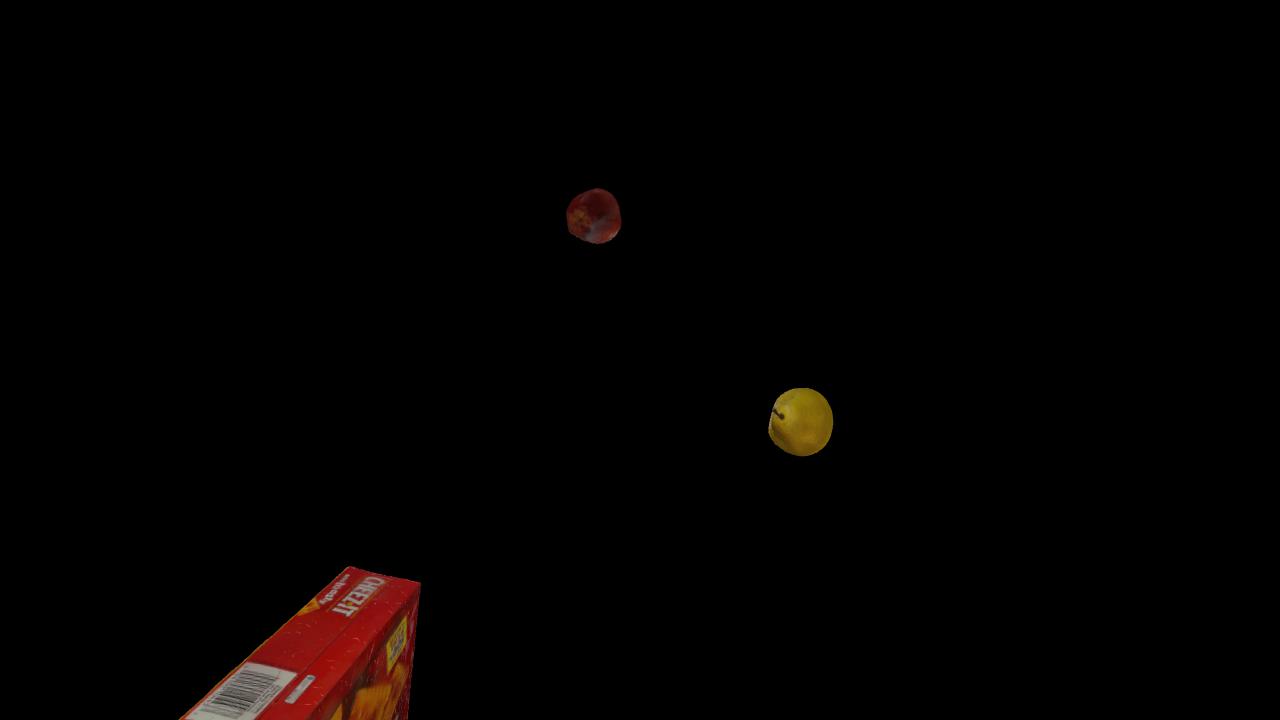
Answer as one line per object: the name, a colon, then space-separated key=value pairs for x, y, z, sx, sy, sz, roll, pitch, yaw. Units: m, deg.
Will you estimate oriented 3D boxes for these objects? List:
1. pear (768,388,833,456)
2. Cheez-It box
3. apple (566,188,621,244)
pear: x=0.176 y=0.072 z=0.702 sx=0.080 sy=0.080 sz=0.111 roll=0 pitch=1 yaw=33
Cheez-It box: x=-0.231 y=0.290 z=0.434 sx=0.071 sy=0.223 sz=0.166 roll=11 pitch=14 yaw=6
apple: x=-0.066 y=-0.207 z=0.886 sx=0.079 sy=0.079 sz=0.093 roll=0 pitch=16 yaw=29
